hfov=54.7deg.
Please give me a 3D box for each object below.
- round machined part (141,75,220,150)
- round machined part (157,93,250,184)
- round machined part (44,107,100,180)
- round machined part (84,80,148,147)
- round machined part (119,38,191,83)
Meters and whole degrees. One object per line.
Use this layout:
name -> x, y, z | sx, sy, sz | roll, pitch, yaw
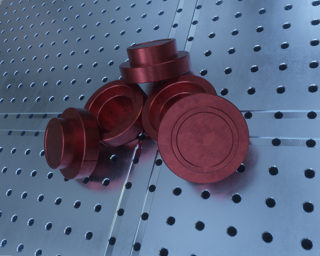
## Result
round machined part -> 0.030, -0.015, 0.390 | 0.098, 0.042, 0.098 | -13, 56, 20
round machined part -> 0.046, 0.011, 0.331 | 0.099, 0.042, 0.097 | 0, 91, 3
round machined part -> -0.124, 0.021, 0.418 | 0.098, 0.042, 0.097 | -3, 86, 50
round machined part -> -0.058, -0.017, 0.435 | 0.098, 0.042, 0.098 | -13, 56, 20
round machined part -> -0.008, -0.096, 0.426 | 0.099, 0.042, 0.098 | -10, 21, 4
